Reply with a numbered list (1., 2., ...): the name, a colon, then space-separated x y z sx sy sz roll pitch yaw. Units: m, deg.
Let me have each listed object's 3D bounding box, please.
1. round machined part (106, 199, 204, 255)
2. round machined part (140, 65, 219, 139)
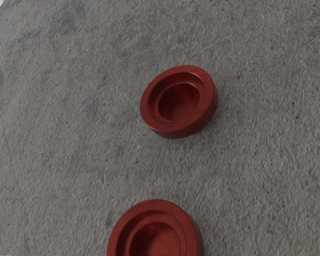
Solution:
1. round machined part: -0.002 0.126 0.316 0.098 0.042 0.098 -13 56 21
2. round machined part: 0.027 -0.029 0.396 0.098 0.042 0.098 -13 56 21
